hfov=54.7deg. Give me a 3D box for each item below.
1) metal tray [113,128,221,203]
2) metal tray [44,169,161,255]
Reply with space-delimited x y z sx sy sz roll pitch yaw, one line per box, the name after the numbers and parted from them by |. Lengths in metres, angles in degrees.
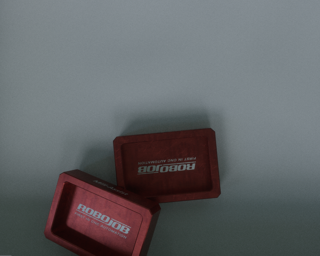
0.009 0.050 0.408 0.131 0.030 0.089 -5 90 0 | metal tray
-0.073 0.115 0.383 0.130 0.030 0.089 19 96 19 | metal tray
